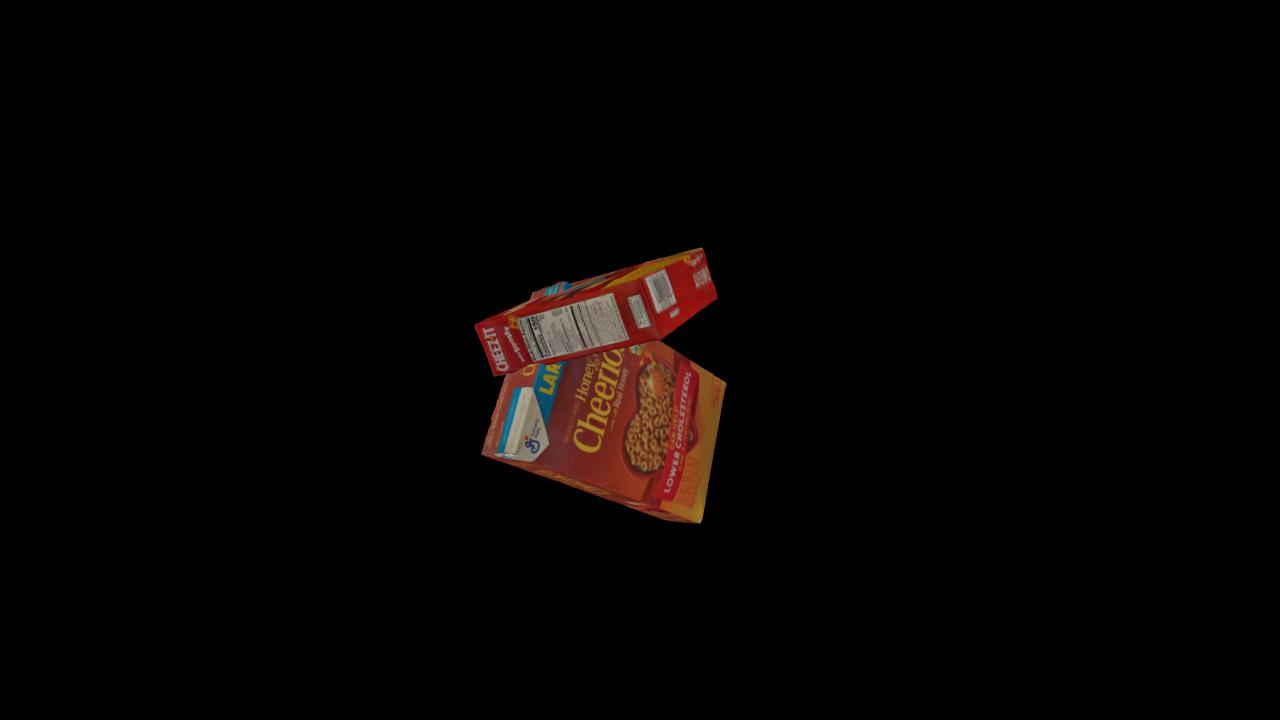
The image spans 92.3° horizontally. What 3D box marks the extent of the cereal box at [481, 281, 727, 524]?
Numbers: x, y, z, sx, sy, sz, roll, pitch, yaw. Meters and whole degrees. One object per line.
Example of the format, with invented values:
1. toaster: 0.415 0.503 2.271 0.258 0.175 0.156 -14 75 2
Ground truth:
1. cereal box: -0.025 0.065 0.756 0.081 0.203 0.306 -8 -30 44

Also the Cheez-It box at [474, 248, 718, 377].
1. Cheez-It box: -0.046 -0.055 0.686 0.223 0.071 0.166 -11 14 30
